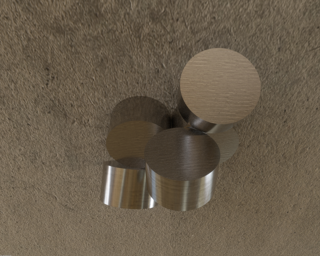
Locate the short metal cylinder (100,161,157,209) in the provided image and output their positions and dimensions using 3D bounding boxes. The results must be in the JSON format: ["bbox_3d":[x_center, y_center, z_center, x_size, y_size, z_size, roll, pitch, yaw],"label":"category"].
[{"bbox_3d":[-0.040,0.076,0.428,0.081,0.080,0.050,6,91,-5],"label":"short metal cylinder"}]

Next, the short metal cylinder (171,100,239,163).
[{"bbox_3d":[0.055,0.005,0.396,0.081,0.050,0.079,0,130,0],"label":"short metal cylinder"}]

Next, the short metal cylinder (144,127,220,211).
[{"bbox_3d":[0.024,0.044,0.345,0.081,0.080,0.050,-1,130,0],"label":"short metal cylinder"}]

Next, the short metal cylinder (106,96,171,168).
[{"bbox_3d":[-0.025,0.006,0.396,0.081,0.050,0.079,0,130,0],"label":"short metal cylinder"}]

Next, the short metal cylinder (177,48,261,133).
[{"bbox_3d":[0.060,-0.038,0.332,0.081,0.080,0.050,0,168,-1],"label":"short metal cylinder"}]
